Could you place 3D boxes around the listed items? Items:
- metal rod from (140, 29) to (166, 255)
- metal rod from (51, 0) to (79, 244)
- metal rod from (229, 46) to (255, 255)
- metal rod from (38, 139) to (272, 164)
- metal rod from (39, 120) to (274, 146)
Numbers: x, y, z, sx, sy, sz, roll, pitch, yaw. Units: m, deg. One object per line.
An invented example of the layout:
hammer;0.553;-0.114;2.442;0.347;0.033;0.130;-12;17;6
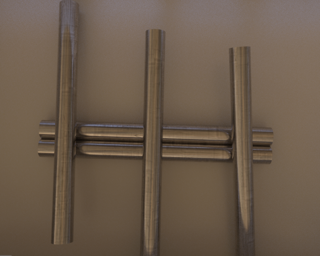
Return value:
metal rod;-0.009;0.030;0.385;0.025;0.025;0.298;1;90;-1
metal rod;-0.117;-0.014;0.385;0.025;0.025;0.298;-1;82;-1
metal rod;0.104;0.052;0.389;0.025;0.025;0.298;-4;98;0
metal rod;-0.006;0.031;0.410;0.302;0.025;0.025;2;90;-1
metal rod;-0.004;0.007;0.410;0.302;0.025;0.025;2;90;-1
